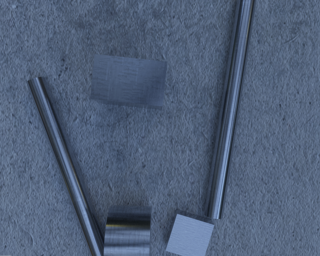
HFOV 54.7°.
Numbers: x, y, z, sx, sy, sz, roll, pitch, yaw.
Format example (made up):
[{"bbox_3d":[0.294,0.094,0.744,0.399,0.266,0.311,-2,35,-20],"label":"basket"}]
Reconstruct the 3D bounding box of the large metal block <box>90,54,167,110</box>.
[{"bbox_3d":[-0.035,-0.053,0.382,0.081,0.080,0.050,6,90,-1],"label":"large metal block"}]

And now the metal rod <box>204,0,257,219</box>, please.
[{"bbox_3d":[0.094,-0.031,0.411,0.025,0.025,0.298,9,90,-1],"label":"metal rod"}]

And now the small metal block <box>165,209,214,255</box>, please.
[{"bbox_3d":[0.039,0.141,0.411,0.050,0.025,0.050,17,90,-1],"label":"small metal block"}]

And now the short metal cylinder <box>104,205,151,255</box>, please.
[{"bbox_3d":[-0.037,0.137,0.382,0.050,0.080,0.079,2,90,0],"label":"short metal cylinder"}]

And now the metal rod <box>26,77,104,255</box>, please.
[{"bbox_3d":[-0.112,0.077,0.408,0.025,0.025,0.299,-20,90,0],"label":"metal rod"}]
